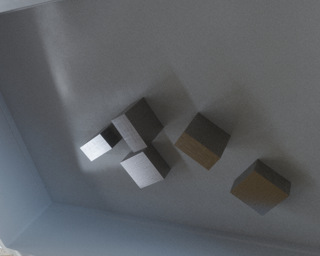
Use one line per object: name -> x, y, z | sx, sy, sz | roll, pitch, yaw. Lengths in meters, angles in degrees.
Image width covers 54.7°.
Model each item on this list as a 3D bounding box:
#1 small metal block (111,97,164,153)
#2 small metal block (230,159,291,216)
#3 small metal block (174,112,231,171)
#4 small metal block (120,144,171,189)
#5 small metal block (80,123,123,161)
small metal block -> -0.028, -0.005, 0.403 | 0.025, 0.050, 0.050 | -25, 105, 36
small metal block -> 0.126, 0.075, 0.388 | 0.050, 0.025, 0.050 | 36, 129, 3
small metal block -> 0.052, 0.015, 0.373 | 0.050, 0.050, 0.025 | 36, 129, 3
small metal block -> -0.021, 0.055, 0.453 | 0.050, 0.025, 0.050 | -29, 103, 37
small metal block -> -0.078, 0.016, 0.441 | 0.050, 0.050, 0.025 | -31, 101, 37
